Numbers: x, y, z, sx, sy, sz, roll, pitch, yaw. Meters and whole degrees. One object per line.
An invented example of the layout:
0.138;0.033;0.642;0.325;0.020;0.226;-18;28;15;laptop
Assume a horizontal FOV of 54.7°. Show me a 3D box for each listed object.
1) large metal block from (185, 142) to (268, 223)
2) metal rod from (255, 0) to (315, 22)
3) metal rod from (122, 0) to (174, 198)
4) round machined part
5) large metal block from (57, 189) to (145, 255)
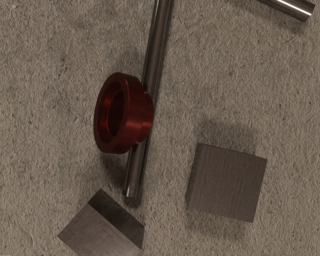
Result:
0.082;0.067;0.399;0.080;0.050;0.080;13;90;-1;large metal block
0.061;-0.215;0.410;0.301;0.025;0.025;24;90;-1;metal rod
-0.013;-0.058;0.409;0.025;0.025;0.298;10;90;-1;metal rod
-0.043;-0.016;0.381;0.042;0.098;0.097;10;90;-33;round machined part
-0.067;0.127;0.382;0.080;0.080;0.050;42;90;-1;large metal block
